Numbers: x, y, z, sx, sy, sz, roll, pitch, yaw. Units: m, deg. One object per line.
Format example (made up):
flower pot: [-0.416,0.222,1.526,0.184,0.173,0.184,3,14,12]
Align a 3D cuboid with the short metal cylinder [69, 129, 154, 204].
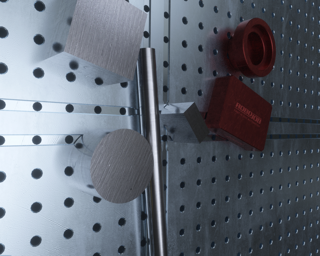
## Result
short metal cylinder: [-0.054,0.040,0.349,0.081,0.050,0.079,0,90,-40]

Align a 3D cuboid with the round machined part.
round machined part: [0.153,-0.134,0.529,0.099,0.042,0.097,0,90,-40]

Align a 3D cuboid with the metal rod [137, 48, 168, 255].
metal rod: [-0.009,0.049,0.403,0.025,0.025,0.298,-6,94,-40]

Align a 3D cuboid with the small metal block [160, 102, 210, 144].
small metal block: [0.032,-0.007,0.422,0.025,0.050,0.050,-45,118,-31]

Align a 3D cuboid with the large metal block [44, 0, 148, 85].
large metal block: [-0.068,-0.100,0.337,0.080,0.050,0.080,18,79,-39]

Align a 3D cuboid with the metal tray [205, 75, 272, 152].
metal tray: [0.137,-0.021,0.524,0.131,0.030,0.090,25,74,-37]
